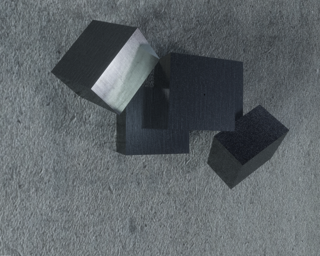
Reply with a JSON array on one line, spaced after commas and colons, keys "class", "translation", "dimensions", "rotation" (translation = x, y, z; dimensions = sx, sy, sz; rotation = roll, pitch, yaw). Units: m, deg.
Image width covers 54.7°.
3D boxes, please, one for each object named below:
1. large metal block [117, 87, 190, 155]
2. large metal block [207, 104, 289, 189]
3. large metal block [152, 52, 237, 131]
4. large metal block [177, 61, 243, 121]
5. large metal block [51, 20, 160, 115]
[{"class": "large metal block", "translation": [-0.010, -0.008, 0.392], "dimensions": [0.081, 0.050, 0.079], "rotation": [0, 90, -21]}, {"class": "large metal block", "translation": [0.115, 0.027, 0.418], "dimensions": [0.080, 0.080, 0.050], "rotation": [-33, 63, -17]}, {"class": "large metal block", "translation": [0.039, -0.037, 0.357], "dimensions": [0.081, 0.050, 0.079], "rotation": [2, 89, -20]}, {"class": "large metal block", "translation": [0.065, -0.049, 0.423], "dimensions": [0.081, 0.050, 0.079], "rotation": [0, 90, -21]}, {"class": "large metal block", "translation": [-0.062, -0.071, 0.351], "dimensions": [0.080, 0.080, 0.050], "rotation": [-56, 140, -12]}]
